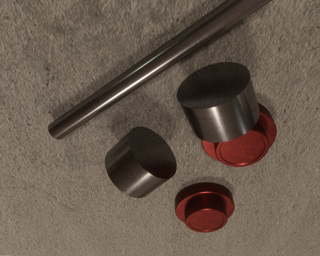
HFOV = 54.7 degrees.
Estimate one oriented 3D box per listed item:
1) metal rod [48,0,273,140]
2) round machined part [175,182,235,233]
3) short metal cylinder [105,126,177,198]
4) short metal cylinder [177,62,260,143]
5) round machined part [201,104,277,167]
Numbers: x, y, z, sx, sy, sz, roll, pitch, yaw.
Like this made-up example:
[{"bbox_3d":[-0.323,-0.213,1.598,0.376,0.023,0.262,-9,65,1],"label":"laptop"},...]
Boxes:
[{"bbox_3d":[-0.017,-0.065,0.351,0.300,0.025,0.025,-30,124,22],"label":"metal rod"},{"bbox_3d":[0.075,0.138,0.515,0.099,0.042,0.097,-1,130,0],"label":"round machined part"},{"bbox_3d":[-0.025,0.045,0.409,0.080,0.080,0.050,33,123,-25],"label":"short metal cylinder"},{"bbox_3d":[0.066,-0.030,0.347,0.080,0.080,0.050,-18,128,14],"label":"short metal cylinder"},{"bbox_3d":[0.105,0.014,0.410,0.099,0.042,0.097,-1,130,0],"label":"round machined part"}]
